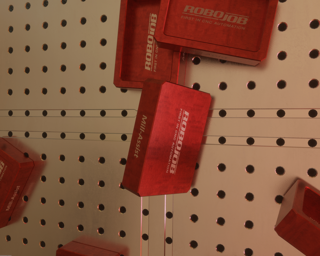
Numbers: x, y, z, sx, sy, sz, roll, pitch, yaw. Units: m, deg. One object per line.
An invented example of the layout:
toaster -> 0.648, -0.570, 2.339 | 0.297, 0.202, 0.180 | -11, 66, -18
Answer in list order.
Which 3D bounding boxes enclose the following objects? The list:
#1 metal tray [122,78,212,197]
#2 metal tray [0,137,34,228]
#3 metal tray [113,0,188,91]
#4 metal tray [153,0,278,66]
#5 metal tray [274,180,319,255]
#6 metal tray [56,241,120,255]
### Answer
metal tray -> 0.010, 0.013, 0.372 | 0.030, 0.091, 0.129 | 17, 96, 45
metal tray -> -0.271, 0.090, 0.506 | 0.090, 0.030, 0.129 | 31, 100, 17
metal tray -> -0.010, -0.115, 0.413 | 0.090, 0.030, 0.129 | 6, 92, 20
metal tray -> 0.065, -0.131, 0.366 | 0.131, 0.030, 0.090 | 11, 92, 2
metal tray -> 0.185, 0.115, 0.310 | 0.130, 0.090, 0.030 | 36, 115, 16
metal tray -> -0.108, 0.241, 0.448 | 0.090, 0.030, 0.129 | 6, 92, 20
